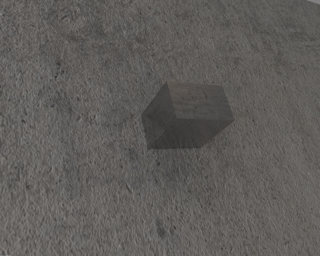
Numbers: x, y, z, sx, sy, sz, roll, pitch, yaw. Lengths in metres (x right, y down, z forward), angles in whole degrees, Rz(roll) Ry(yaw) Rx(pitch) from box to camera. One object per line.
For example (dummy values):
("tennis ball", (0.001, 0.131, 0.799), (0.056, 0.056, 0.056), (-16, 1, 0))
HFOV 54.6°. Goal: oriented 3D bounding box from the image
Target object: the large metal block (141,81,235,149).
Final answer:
("large metal block", (0.032, -0.013, 0.393), (0.081, 0.080, 0.050), (1, 62, -28))
